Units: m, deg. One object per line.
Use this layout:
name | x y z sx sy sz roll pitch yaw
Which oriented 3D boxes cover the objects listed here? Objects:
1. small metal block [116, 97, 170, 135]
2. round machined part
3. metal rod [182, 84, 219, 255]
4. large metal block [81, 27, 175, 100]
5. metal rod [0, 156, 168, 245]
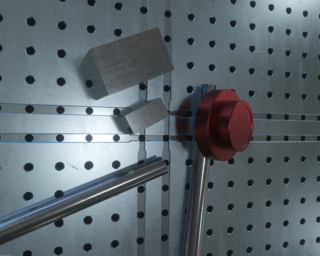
small metal block | -0.023 -0.015 0.392 0.050 0.050 0.025 -29 100 -18
round machined part | 0.092 -0.003 0.418 0.099 0.042 0.097 -6 98 -48
metal rod | 0.053 0.088 0.433 0.025 0.025 0.298 8 87 -20
large metal block | -0.042 -0.073 0.369 0.081 0.080 0.050 -24 99 -19
metal rod | -0.129 0.099 0.365 0.302 0.025 0.025 -20 97 -19
